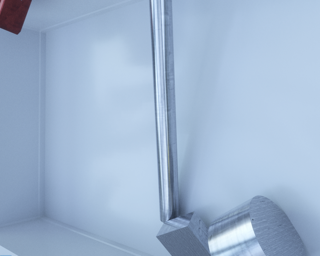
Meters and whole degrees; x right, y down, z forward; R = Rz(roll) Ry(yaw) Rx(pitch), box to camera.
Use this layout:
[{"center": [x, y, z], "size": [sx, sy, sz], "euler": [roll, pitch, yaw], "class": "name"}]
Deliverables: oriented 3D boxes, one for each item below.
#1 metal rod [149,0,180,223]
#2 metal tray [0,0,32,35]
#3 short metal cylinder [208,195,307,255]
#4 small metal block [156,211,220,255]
[{"center": [0.006, -0.029, 0.362], "size": [0.025, 0.025, 0.298], "euler": [8, 107, 39], "class": "metal rod"}, {"center": [-0.194, -0.196, 0.406], "size": [0.090, 0.030, 0.129], "euler": [28, 98, 39], "class": "metal tray"}, {"center": [0.092, 0.112, 0.294], "size": [0.050, 0.081, 0.080], "euler": [-41, 65, 32], "class": "short metal cylinder"}, {"center": [0.033, 0.132, 0.365], "size": [0.050, 0.025, 0.050], "euler": [-32, 99, 35], "class": "small metal block"}]
